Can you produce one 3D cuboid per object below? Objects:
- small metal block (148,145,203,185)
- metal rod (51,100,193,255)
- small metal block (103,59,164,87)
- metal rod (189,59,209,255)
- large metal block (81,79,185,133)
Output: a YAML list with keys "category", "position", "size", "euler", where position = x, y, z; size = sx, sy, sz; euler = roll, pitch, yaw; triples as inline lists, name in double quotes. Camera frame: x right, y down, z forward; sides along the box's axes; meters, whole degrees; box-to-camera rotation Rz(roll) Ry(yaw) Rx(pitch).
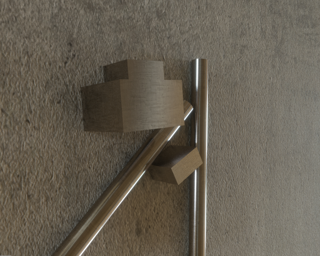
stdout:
- category: "small metal block"
  position: [0.019, 0.047, 0.406]
  size: [0.050, 0.050, 0.025]
  euler: [-35, 112, -35]
- category: "metal rod"
  position: [-0.048, 0.072, 0.366]
  size: [0.301, 0.025, 0.025]
  euler: [-51, 120, -28]
- category: "small metal block"
  position: [-0.031, -0.063, 0.364]
  size: [0.050, 0.050, 0.025]
  euler: [-7, 95, -40]
- category: "metal rod"
  position: [0.057, 0.050, 0.454]
  size: [0.025, 0.025, 0.298]
  euler: [2, 89, -40]
- category: "large metal block"
  position: [-0.031, -0.024, 0.345]
  size: [0.081, 0.080, 0.050]
  euler: [-7, 95, -40]
